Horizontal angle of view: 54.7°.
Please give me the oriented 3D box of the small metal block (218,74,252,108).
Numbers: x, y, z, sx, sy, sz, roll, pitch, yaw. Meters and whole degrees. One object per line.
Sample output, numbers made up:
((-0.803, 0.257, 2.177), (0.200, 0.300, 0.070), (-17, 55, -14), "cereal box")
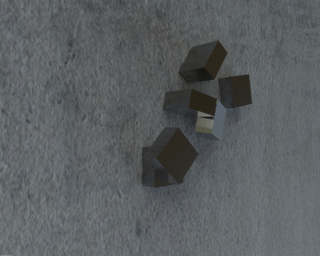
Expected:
((0.125, -0.061, 0.512), (0.050, 0.025, 0.050), (-14, 99, -39), "small metal block")

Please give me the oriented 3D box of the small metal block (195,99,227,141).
((0.076, -0.012, 0.460), (0.050, 0.025, 0.050), (29, 70, -60), "small metal block")

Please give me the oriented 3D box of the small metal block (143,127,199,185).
((0.015, 0.034, 0.387), (0.050, 0.025, 0.050), (52, 60, -28), "small metal block")

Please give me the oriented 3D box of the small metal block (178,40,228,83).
((0.061, -0.093, 0.442), (0.025, 0.050, 0.050), (43, 64, -32), "small metal block")

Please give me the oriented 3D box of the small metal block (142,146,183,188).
((0.004, 0.049, 0.411), (0.050, 0.025, 0.050), (-1, 91, -40), "small metal block")

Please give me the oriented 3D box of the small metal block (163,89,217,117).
((0.041, -0.033, 0.425), (0.050, 0.050, 0.025), (14, 81, -39), "small metal block")
